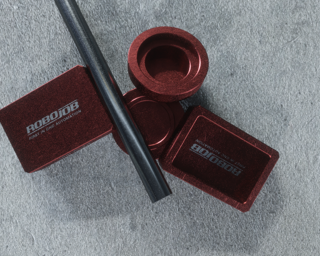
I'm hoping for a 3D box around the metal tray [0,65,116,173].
[{"bbox_3d":[-0.130,-0.010,0.397,0.130,0.030,0.090,-28,87,8],"label":"metal tray"}]

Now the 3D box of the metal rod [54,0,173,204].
[{"bbox_3d":[-0.064,-0.051,0.377,0.025,0.025,0.299,-27,77,0],"label":"metal rod"}]

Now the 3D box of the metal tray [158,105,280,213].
[{"bbox_3d":[0.075,0.039,0.398,0.131,0.030,0.090,29,90,-11],"label":"metal tray"}]

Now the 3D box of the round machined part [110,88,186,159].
[{"bbox_3d":[-0.015,-0.007,0.403,0.099,0.042,0.097,0,90,0],"label":"round machined part"}]

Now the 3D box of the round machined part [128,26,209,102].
[{"bbox_3d":[0.008,-0.076,0.392,0.099,0.042,0.098,3,68,-6],"label":"round machined part"}]
